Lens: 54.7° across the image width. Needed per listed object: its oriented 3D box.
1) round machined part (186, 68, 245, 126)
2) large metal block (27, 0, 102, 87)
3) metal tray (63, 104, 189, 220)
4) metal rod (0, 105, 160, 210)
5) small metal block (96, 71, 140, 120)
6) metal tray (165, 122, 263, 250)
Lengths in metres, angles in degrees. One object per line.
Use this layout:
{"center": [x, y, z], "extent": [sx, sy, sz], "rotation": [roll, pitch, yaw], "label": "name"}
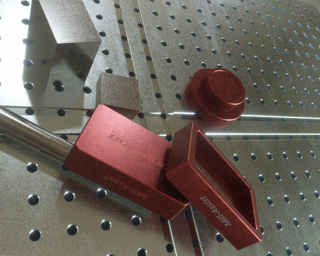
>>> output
{"center": [0.093, -0.055, 0.483], "extent": [0.099, 0.042, 0.098], "rotation": [14, 56, -21], "label": "round machined part"}
{"center": [-0.119, -0.108, 0.375], "extent": [0.050, 0.080, 0.080], "rotation": [-15, 70, -34], "label": "large metal block"}
{"center": [-0.029, 0.035, 0.346], "extent": [0.131, 0.030, 0.090], "rotation": [30, 31, -12], "label": "metal tray"}
{"center": [-0.128, 0.013, 0.332], "extent": [0.301, 0.025, 0.025], "rotation": [30, 52, -10], "label": "metal rod"}
{"center": [-0.056, -0.041, 0.405], "extent": [0.050, 0.025, 0.050], "rotation": [10, 58, -24], "label": "small metal block"}
{"center": [0.065, 0.065, 0.358], "extent": [0.130, 0.030, 0.090], "rotation": [47, 26, -17], "label": "metal tray"}
